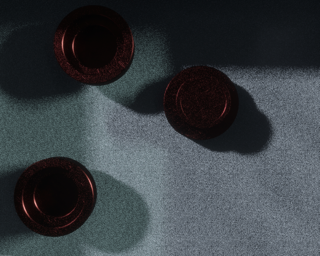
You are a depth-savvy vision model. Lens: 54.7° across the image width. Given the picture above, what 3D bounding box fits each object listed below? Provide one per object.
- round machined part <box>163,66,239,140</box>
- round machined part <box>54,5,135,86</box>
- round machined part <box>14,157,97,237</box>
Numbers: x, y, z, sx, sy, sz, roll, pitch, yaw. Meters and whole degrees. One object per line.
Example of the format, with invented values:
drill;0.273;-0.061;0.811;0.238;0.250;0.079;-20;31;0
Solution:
round machined part;0.054;-0.033;0.403;0.099;0.042;0.097;0;90;0
round machined part;-0.082;-0.103;0.402;0.099;0.042;0.097;0;90;0
round machined part;-0.131;0.085;0.402;0.099;0.042;0.097;0;90;0
